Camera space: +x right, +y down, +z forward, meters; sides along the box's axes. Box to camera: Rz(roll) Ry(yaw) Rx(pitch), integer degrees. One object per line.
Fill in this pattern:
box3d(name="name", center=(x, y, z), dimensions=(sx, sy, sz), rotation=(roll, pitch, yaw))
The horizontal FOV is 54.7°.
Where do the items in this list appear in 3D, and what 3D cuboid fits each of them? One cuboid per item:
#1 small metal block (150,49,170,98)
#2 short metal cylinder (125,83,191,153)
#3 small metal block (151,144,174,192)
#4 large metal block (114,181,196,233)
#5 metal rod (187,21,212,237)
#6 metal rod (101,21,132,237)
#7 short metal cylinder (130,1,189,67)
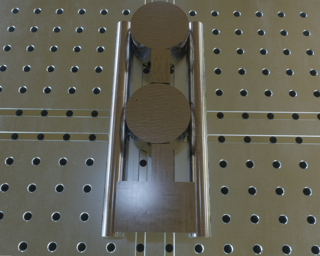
box3d(name="small metal block", center=(0.001, -0.072, 0.423), dimensions=(0.025, 0.050, 0.050), rotation=(1, 70, 0))
box3d(name="short metal cylinder", center=(-0.003, -0.011, 0.402), dimensions=(0.081, 0.050, 0.080), rotation=(0, 70, 0))
box3d(name="small metal block", center=(0.003, 0.050, 0.379), dimensions=(0.025, 0.050, 0.050), rotation=(0, 70, 0))
box3d(name="large metal block", center=(-0.005, 0.092, 0.349), dimensions=(0.080, 0.080, 0.050), rotation=(1, 70, 0))
box3d(name="metal rod", center=(0.051, -0.012, 0.415), dimensions=(0.025, 0.025, 0.299), rotation=(1, 70, 0))
box3d(name="metal rod", center=(-0.055, -0.013, 0.415), dimensions=(0.025, 0.025, 0.299), rotation=(1, 70, 0))
box3d(name="short metal cylinder", center=(0.000, -0.133, 0.446), dimensions=(0.081, 0.050, 0.080), rotation=(0, 70, 0))
